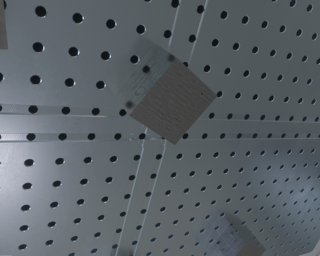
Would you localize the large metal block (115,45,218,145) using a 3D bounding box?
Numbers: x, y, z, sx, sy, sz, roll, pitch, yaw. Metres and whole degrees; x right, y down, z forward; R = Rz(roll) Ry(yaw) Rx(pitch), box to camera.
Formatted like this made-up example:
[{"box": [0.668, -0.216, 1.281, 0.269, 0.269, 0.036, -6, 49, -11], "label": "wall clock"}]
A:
[{"box": [0.008, -0.038, 0.375, 0.080, 0.050, 0.080, 35, 99, -39], "label": "large metal block"}]

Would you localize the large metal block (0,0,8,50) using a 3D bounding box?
[{"box": [-0.161, -0.095, 0.229, 0.081, 0.080, 0.050, -6, 121, -25], "label": "large metal block"}]

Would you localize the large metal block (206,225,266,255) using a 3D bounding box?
[{"box": [0.156, 0.253, 0.635, 0.080, 0.050, 0.080, 29, 102, -38], "label": "large metal block"}]
